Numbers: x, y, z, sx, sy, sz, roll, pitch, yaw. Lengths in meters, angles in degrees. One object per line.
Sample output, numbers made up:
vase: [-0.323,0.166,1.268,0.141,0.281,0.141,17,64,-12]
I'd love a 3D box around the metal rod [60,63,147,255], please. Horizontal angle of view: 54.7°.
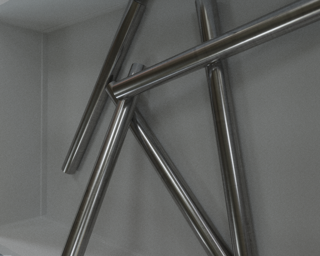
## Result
metal rod: [-0.070,0.052,0.386,0.025,0.025,0.299,2,66,40]

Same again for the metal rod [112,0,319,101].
metal rod: [0.072,-0.087,0.318,0.300,0.025,0.025,-18,79,29]

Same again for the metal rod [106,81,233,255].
metal rod: [0.006,0.051,0.401,0.025,0.025,0.299,-49,61,29]

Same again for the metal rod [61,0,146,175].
metal rod: [-0.094,-0.051,0.484,0.025,0.025,0.298,41,115,32]

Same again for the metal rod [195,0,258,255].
metal rod: [0.073,-0.002,0.346,0.025,0.025,0.298,-13,82,39]
